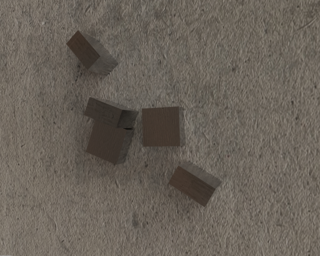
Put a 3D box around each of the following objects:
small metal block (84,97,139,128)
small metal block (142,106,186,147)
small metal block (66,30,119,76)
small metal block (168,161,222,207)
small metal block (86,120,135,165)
[{"bbox_3d":[-0.065,-0.020,0.418,0.050,0.050,0.025,22,97,18],"label":"small metal block"},{"bbox_3d":[0.005,-0.001,0.407,0.050,0.025,0.050,-2,89,20],"label":"small metal block"},{"bbox_3d":[-0.092,-0.102,0.428,0.025,0.050,0.050,-44,77,15],"label":"small metal block"},{"bbox_3d":[0.045,0.067,0.380,0.050,0.050,0.025,31,100,17],"label":"small metal block"},{"bbox_3d":[-0.069,0.018,0.433,0.050,0.025,0.050,20,97,18],"label":"small metal block"}]
